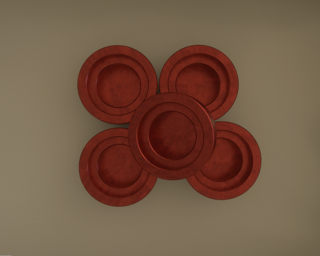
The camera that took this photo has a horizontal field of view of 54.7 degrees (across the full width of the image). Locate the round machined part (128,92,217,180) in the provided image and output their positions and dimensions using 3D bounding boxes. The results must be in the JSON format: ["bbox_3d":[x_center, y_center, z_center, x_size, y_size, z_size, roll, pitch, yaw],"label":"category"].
[{"bbox_3d":[0.016,0.008,0.359,0.098,0.042,0.097,2,95,18],"label":"round machined part"}]

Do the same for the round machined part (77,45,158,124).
[{"bbox_3d":[-0.052,-0.053,0.400,0.099,0.042,0.097,0,90,-1],"label":"round machined part"}]

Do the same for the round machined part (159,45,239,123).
[{"bbox_3d":[0.048,-0.054,0.402,0.099,0.042,0.097,0,90,-1],"label":"round machined part"}]

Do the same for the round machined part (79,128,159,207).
[{"bbox_3d":[-0.051,0.048,0.401,0.099,0.042,0.097,0,90,-1],"label":"round machined part"}]

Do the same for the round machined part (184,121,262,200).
[{"bbox_3d":[0.076,0.040,0.402,0.099,0.042,0.097,0,90,-1],"label":"round machined part"}]
